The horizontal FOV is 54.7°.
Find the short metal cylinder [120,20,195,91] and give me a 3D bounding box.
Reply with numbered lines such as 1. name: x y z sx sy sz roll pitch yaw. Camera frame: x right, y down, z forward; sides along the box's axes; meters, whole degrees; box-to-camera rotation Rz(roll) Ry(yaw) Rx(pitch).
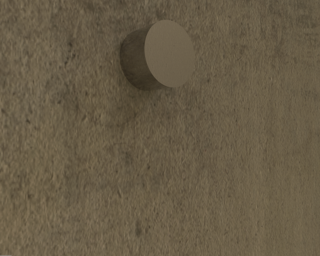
1. short metal cylinder: -0.003 -0.088 0.388 0.081 0.050 0.079 0 90 -40
